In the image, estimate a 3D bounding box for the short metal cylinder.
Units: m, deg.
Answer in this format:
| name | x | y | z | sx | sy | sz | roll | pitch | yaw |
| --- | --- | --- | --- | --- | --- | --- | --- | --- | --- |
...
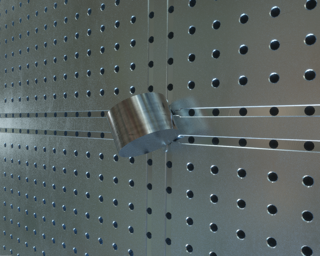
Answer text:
| name | x | y | z | sx | sy | sz | roll | pitch | yaw |
| --- | --- | --- | --- | --- | --- | --- | --- | --- | --- |
| short metal cylinder | -0.021 | -0.002 | 0.391 | 0.080 | 0.081 | 0.050 | -35 | 68 | 35 |
